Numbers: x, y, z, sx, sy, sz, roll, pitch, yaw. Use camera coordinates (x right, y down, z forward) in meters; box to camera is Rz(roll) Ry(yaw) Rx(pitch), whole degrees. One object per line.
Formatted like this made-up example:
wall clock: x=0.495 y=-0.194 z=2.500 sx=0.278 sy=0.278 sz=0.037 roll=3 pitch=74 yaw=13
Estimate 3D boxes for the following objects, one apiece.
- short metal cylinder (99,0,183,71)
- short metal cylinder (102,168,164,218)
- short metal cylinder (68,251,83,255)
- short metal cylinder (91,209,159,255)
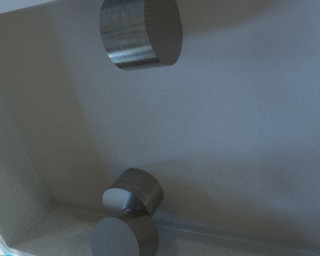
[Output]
short metal cylinder: x=-0.017 y=-0.102 z=0.319 sx=0.050 sy=0.080 sz=0.080 roll=-1 pitch=118 yaw=29
short metal cylinder: x=-0.041 y=0.110 z=0.482 sx=0.080 sy=0.050 sz=0.079 roll=13 pitch=124 yaw=21
short metal cylinder: x=-0.190 y=0.317 z=0.672 sx=0.050 sy=0.080 sz=0.079 roll=31 pitch=128 yaw=8
short metal cylinder: x=-0.049 y=0.158 z=0.431 sx=0.080 sy=0.050 sz=0.080 roll=0 pitch=91 yaw=29
